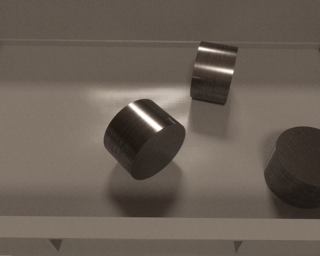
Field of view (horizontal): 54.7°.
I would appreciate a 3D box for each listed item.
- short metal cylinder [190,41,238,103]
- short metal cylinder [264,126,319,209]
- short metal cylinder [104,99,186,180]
[{"bbox_3d":[0.076,-0.078,0.436,0.050,0.080,0.080,12,51,10],"label":"short metal cylinder"},{"bbox_3d":[0.166,0.045,0.354,0.081,0.050,0.080,0,50,0],"label":"short metal cylinder"},{"bbox_3d":[-0.017,0.013,0.358,0.080,0.080,0.050,-34,58,-25],"label":"short metal cylinder"}]
